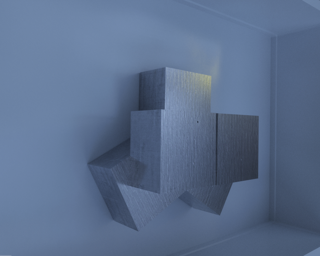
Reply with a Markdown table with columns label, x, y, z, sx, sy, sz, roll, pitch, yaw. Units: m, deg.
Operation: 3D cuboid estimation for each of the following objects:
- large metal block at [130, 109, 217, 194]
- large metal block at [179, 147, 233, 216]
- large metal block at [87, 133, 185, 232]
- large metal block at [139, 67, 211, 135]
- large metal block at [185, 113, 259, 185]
| label | x | y | z | sx | sy | sz | roll | pitch | yaw |
| --- | --- | --- | --- | --- | --- | --- | --- | --- | --- |
| large metal block | 0.015 | 0.022 | 0.336 | 0.081 | 0.050 | 0.080 | 1 | 90 | -40 |
| large metal block | 0.058 | 0.064 | 0.435 | 0.080 | 0.050 | 0.080 | 41 | 65 | -32 |
| large metal block | -0.025 | 0.059 | 0.367 | 0.081 | 0.050 | 0.080 | -33 | 111 | -35 |
| large metal block | 0.021 | -0.031 | 0.405 | 0.081 | 0.050 | 0.080 | 2 | 89 | -40 |
| large metal block | 0.078 | 0.024 | 0.387 | 0.081 | 0.050 | 0.080 | 1 | 90 | -40 |
